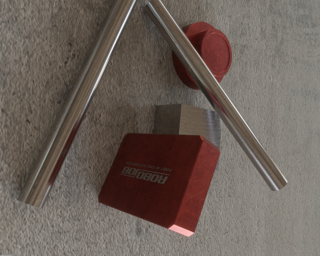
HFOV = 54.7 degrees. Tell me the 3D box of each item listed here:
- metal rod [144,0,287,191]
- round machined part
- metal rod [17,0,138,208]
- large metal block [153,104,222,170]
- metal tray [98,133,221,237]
[{"bbox_3d":[0.077,-0.041,0.414,0.025,0.025,0.299,-40,97,-33],"label":"metal rod"},{"bbox_3d":[0.068,-0.106,0.453,0.099,0.042,0.097,0,90,-40],"label":"round machined part"},{"bbox_3d":[-0.075,-0.061,0.342,0.025,0.025,0.299,33,70,-36],"label":"metal rod"},{"bbox_3d":[0.037,0.014,0.422,0.081,0.050,0.080,9,84,-40],"label":"large metal block"},{"bbox_3d":[-0.006,0.053,0.333,0.030,0.130,0.090,34,69,-35],"label":"metal tray"}]
